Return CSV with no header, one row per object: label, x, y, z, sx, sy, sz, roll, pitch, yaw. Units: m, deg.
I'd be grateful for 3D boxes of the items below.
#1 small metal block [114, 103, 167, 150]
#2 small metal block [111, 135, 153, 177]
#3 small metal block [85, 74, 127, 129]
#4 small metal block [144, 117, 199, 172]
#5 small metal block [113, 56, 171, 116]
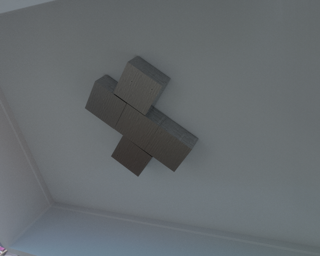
small metal block,-0.027,-0.006,0.415,0.050,0.025,0.050,36,129,4
small metal block,-0.036,0.035,0.447,0.050,0.025,0.050,37,130,3
small metal block,-0.068,-0.035,0.420,0.050,0.025,0.050,36,129,4
small metal block,0.014,0.023,0.412,0.050,0.025,0.050,36,129,4
small metal block,-0.023,-0.052,0.386,0.050,0.025,0.050,36,128,4
